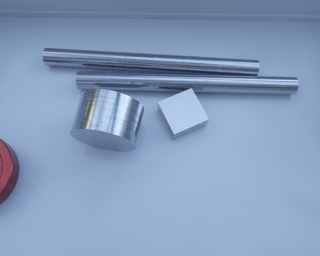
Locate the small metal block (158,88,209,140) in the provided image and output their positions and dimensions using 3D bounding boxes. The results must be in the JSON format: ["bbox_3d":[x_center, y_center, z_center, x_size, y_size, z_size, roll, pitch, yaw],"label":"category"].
[{"bbox_3d":[0.030,-0.019,0.417,0.050,0.025,0.050,-23,72,-9],"label":"small metal block"}]

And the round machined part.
[{"bbox_3d":[-0.221,0.057,0.377,0.099,0.042,0.098,0,70,-1],"label":"round machined part"}]

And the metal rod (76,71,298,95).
[{"bbox_3d":[0.037,-0.063,0.433,0.302,0.025,0.025,1,70,0],"label":"metal rod"}]

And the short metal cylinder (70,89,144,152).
[{"bbox_3d":[-0.064,-0.007,0.382,0.080,0.080,0.050,10,70,3],"label":"short metal cylinder"}]

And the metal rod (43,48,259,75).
[{"bbox_3d":[-0.013,-0.094,0.443,0.302,0.025,0.025,3,70,1],"label":"metal rod"}]
